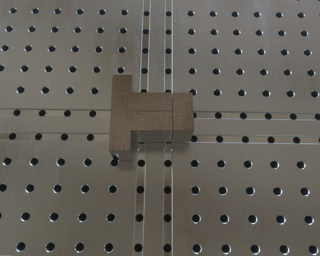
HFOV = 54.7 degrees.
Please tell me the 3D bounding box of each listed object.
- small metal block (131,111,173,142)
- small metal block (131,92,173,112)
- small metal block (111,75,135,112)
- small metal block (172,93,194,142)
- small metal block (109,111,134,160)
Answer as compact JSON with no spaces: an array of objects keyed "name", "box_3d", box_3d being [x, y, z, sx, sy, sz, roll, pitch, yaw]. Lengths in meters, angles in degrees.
[{"name":"small metal block","box_3d":[-0.010,-0.001,0.398,0.050,0.050,0.025,0,70,-1]},{"name":"small metal block","box_3d":[-0.010,-0.024,0.406,0.050,0.050,0.025,0,70,-1]},{"name":"small metal block","box_3d":[-0.048,-0.036,0.410,0.025,0.050,0.050,0,70,0]},{"name":"small metal block","box_3d":[0.028,-0.013,0.403,0.025,0.050,0.050,0,70,0]},{"name":"small metal block","box_3d":[-0.048,0.011,0.393,0.025,0.050,0.050,0,70,0]}]
